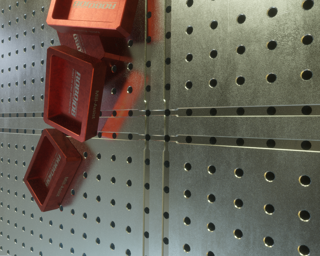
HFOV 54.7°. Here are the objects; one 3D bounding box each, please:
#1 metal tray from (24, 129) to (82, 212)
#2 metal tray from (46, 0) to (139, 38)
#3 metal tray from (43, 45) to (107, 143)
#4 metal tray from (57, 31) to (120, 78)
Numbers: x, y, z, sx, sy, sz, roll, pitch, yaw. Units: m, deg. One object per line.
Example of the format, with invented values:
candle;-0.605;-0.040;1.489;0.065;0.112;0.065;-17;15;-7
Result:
metal tray;-0.200;0.076;0.567;0.090;0.030;0.129;44;116;30
metal tray;-0.097;-0.184;0.451;0.130;0.030;0.090;11;86;23
metal tray;-0.136;-0.053;0.483;0.090;0.030;0.129;25;119;21
metal tray;-0.122;-0.145;0.504;0.090;0.030;0.130;-32;71;35
